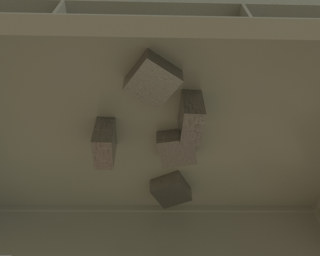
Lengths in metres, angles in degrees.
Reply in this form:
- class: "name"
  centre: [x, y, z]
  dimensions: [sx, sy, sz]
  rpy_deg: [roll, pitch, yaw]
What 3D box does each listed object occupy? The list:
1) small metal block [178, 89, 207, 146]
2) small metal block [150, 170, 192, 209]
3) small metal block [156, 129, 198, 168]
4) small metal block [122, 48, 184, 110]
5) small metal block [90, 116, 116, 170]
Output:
- class: "small metal block"
  centre: [0.038, -0.013, 0.382]
  dimensions: [0.025, 0.050, 0.050]
  rpy_deg: [3, 130, -3]
- class: "small metal block"
  centre: [0.018, 0.099, 0.494]
  dimensions: [0.050, 0.025, 0.050]
  rpy_deg: [-21, 127, 16]
- class: "small metal block"
  centre: [0.024, 0.028, 0.433]
  dimensions: [0.050, 0.025, 0.050]
  rpy_deg: [-8, 130, 6]
- class: "small metal block"
  centre: [-0.008, -0.056, 0.361]
  dimensions: [0.050, 0.025, 0.050]
  rpy_deg: [29, 124, -23]
- class: "small metal block"
  centre: [-0.073, 0.020, 0.409]
  dimensions: [0.025, 0.050, 0.050]
  rpy_deg: [2, 130, -2]
